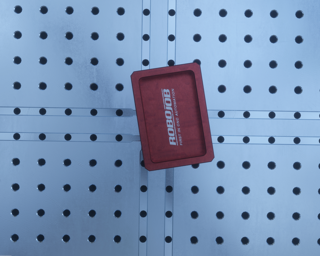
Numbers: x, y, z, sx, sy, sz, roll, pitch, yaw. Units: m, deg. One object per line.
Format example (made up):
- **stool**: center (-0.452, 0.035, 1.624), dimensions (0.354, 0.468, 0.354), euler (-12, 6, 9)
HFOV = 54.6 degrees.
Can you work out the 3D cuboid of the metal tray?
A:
- **metal tray**: center (0.016, -0.015, 0.410), dimensions (0.090, 0.030, 0.129), euler (-9, 90, 0)
